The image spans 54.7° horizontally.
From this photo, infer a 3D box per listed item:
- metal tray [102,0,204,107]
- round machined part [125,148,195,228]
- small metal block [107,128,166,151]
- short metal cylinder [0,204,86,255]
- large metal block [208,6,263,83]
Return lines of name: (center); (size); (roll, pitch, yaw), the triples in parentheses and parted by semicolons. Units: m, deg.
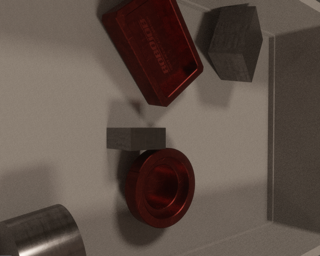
metal tray: (-0.003, -0.103, 0.389); (0.090, 0.030, 0.130); (-46, 124, -26)
round machined part: (-0.004, 0.073, 0.394); (0.099, 0.042, 0.097); (0, 90, -40)
small metal block: (-0.029, 0.012, 0.368); (0.050, 0.050, 0.025); (0, 91, -40)
short metal cylinder: (-0.108, 0.116, 0.281); (0.050, 0.080, 0.079); (-11, 97, -40)
large metal block: (0.119, -0.126, 0.475); (0.080, 0.050, 0.080); (42, 62, -57)
